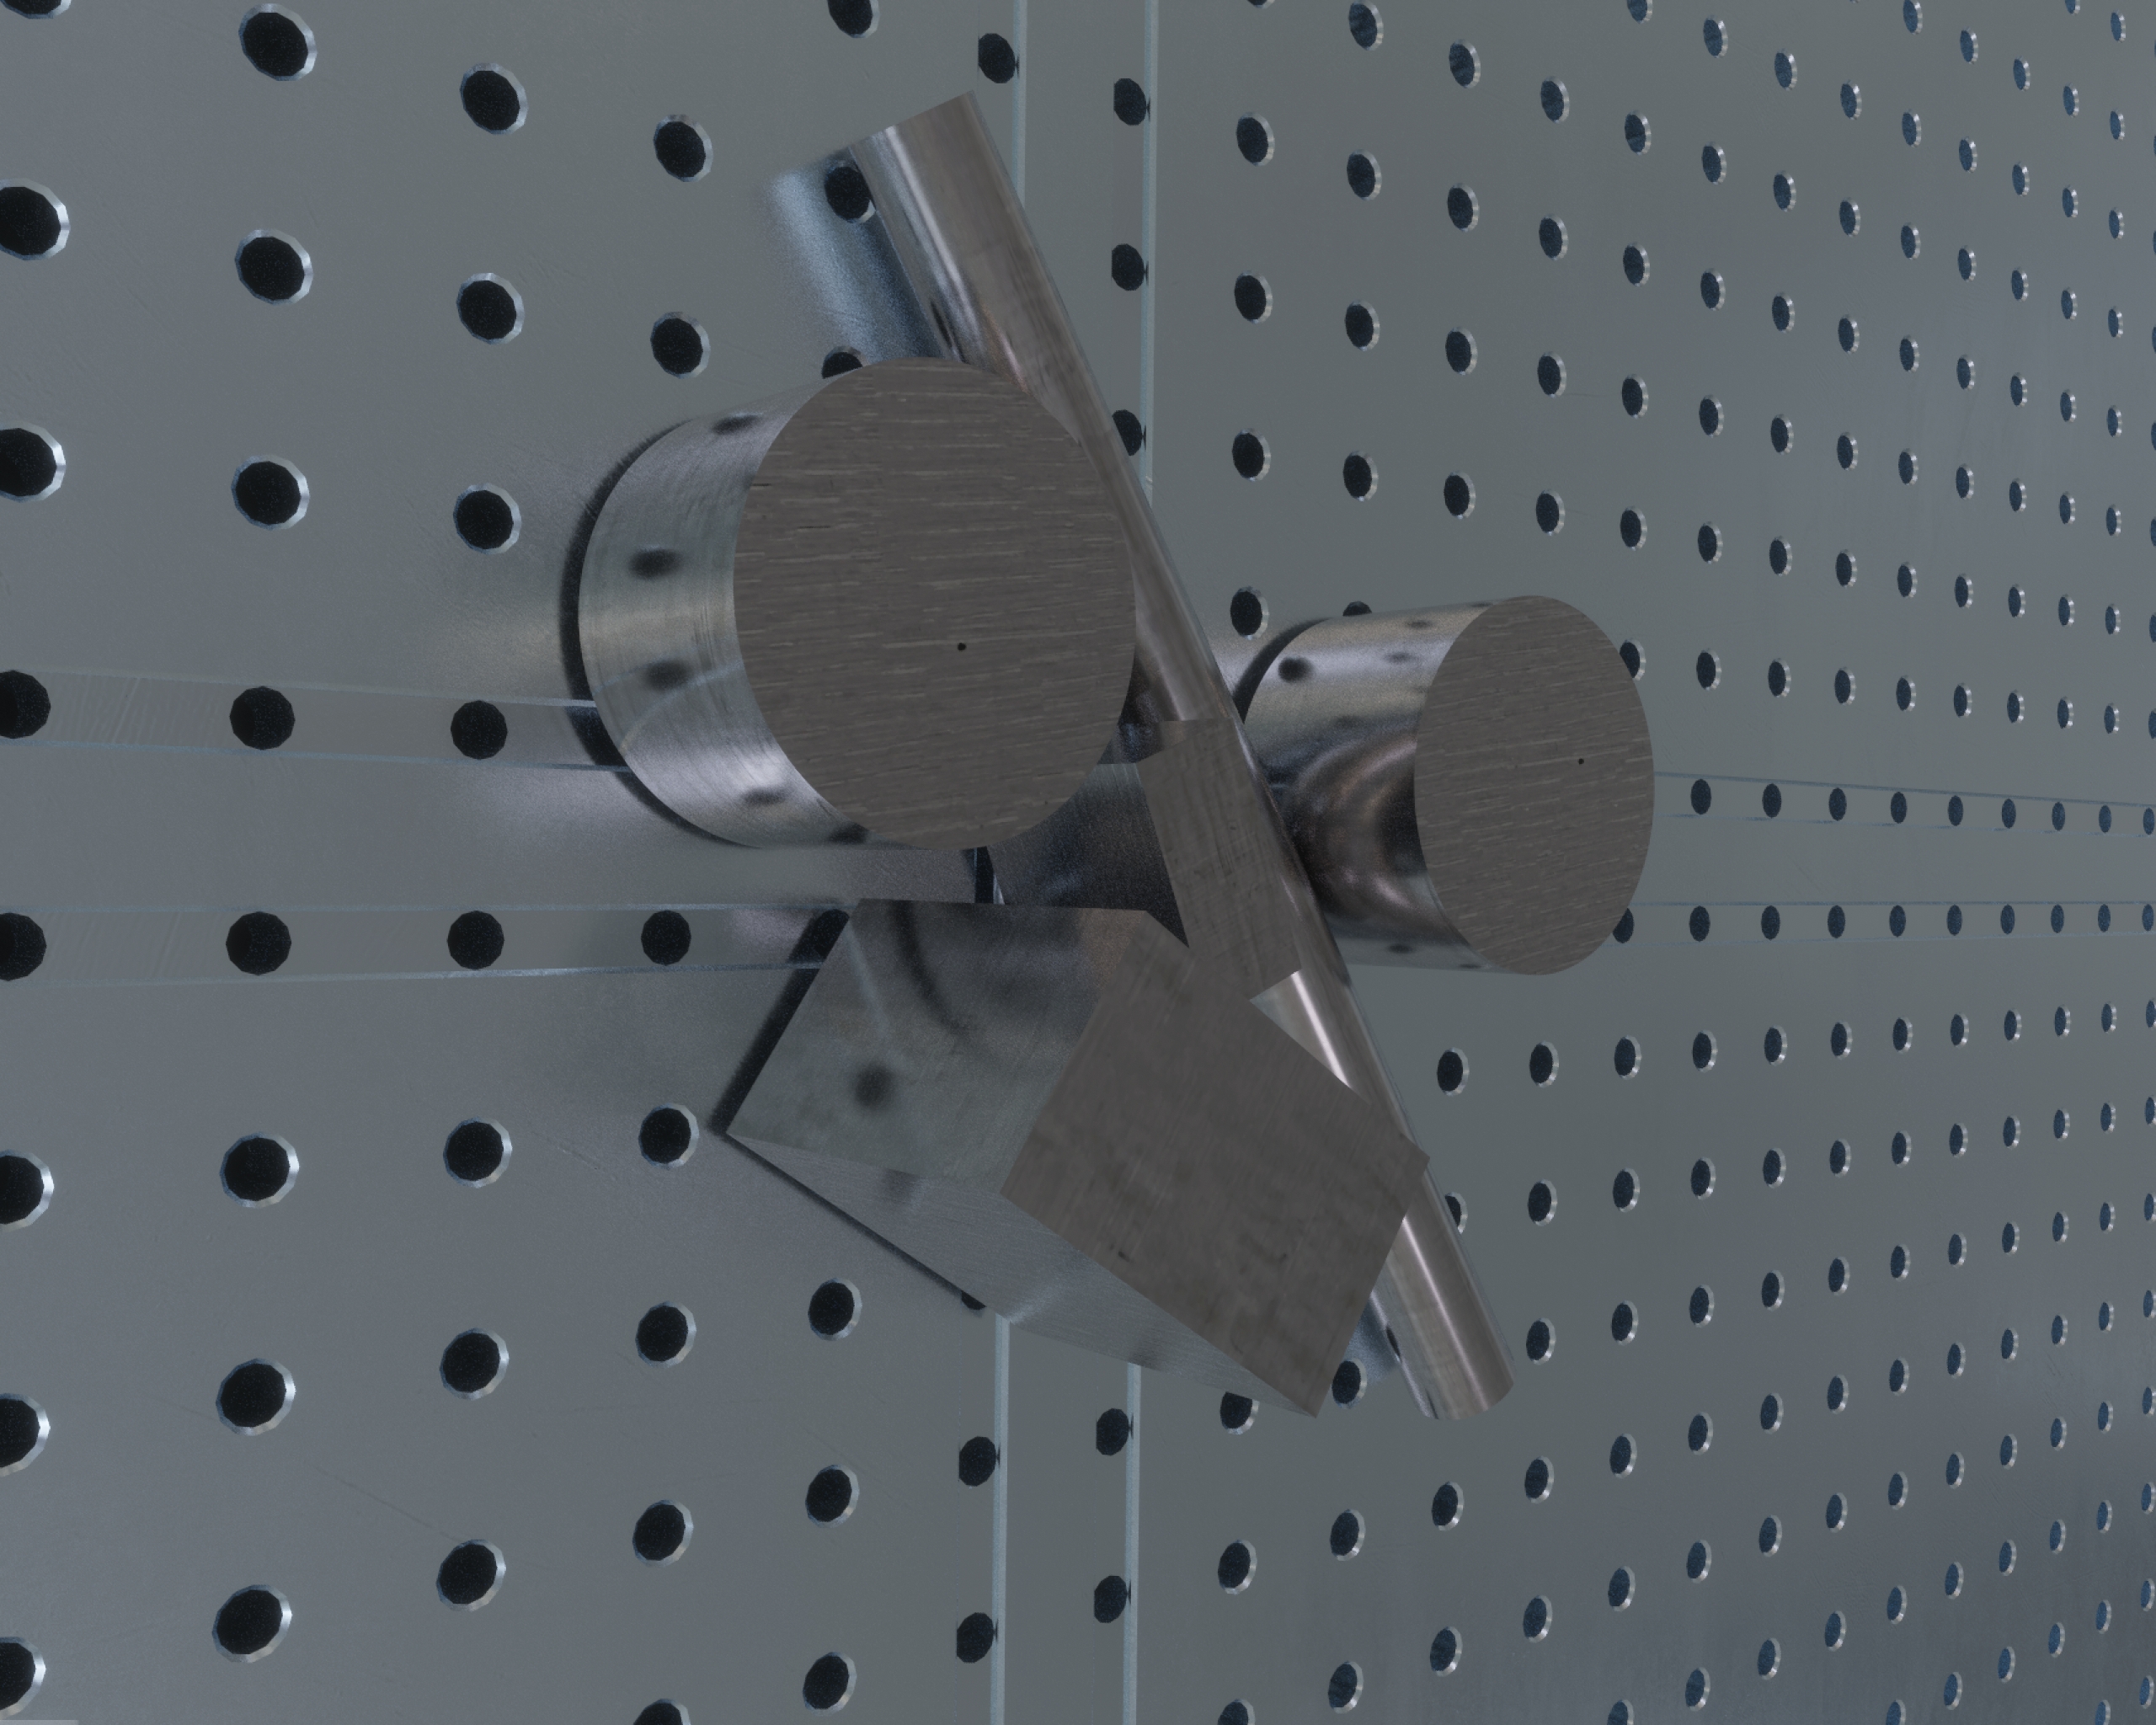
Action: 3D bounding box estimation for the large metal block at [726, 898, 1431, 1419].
[{"bbox_3d":[0.000,0.050,0.368,0.080,0.080,0.050,41,66,-32],"label":"large metal block"}]

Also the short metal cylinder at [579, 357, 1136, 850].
[{"bbox_3d":[-0.037,-0.042,0.357,0.081,0.050,0.079,0,90,-40],"label":"short metal cylinder"}]

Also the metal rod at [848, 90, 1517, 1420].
[{"bbox_3d":[0.029,-0.008,0.429,0.025,0.025,0.299,-39,114,-33],"label":"metal rod"}]

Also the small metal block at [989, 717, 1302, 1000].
[{"bbox_3d":[0.010,0.001,0.396,0.025,0.050,0.050,-27,107,-37],"label":"small metal block"}]

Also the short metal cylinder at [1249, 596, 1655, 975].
[{"bbox_3d":[0.081,-0.016,0.456,0.081,0.050,0.079,0,90,-40],"label":"short metal cylinder"}]
